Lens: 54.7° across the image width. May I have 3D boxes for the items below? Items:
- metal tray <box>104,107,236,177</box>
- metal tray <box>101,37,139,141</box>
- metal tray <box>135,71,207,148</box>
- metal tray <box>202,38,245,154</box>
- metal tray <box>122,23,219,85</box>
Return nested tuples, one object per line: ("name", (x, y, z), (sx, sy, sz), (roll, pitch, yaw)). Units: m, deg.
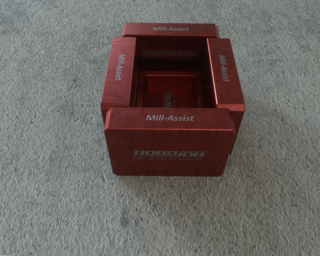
("metal tray", (0.010, 0.018, 0.346), (0.131, 0.089, 0.030), (1, 50, 0))
("metal tray", (-0.047, -0.044, 0.398), (0.030, 0.089, 0.130), (1, 50, 0))
("metal tray", (0.014, -0.024, 0.422), (0.091, 0.030, 0.130), (1, 50, 0))
("metal tray", (0.075, -0.042, 0.398), (0.030, 0.089, 0.130), (1, 50, 0))
("metal tray", (0.014, -0.105, 0.450), (0.131, 0.089, 0.030), (1, 50, 0))
